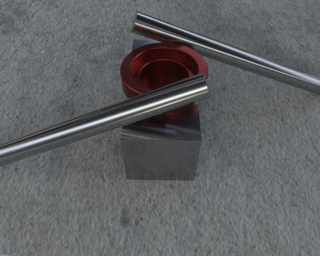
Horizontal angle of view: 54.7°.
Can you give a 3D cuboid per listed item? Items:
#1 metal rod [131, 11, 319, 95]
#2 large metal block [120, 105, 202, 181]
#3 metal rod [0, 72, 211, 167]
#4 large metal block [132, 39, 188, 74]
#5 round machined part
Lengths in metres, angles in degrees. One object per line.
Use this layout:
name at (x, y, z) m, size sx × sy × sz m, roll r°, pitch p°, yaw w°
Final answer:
metal rod at (0.109, -0.092, 0.414) m, size 0.302 × 0.025 × 0.025 m, roll 14°, pitch 48°, yaw -18°
large metal block at (0.001, 0.018, 0.354) m, size 0.081 × 0.080 × 0.050 m, roll 1°, pitch 50°, yaw 0°
metal rod at (-0.094, 0.003, 0.329) m, size 0.301 × 0.025 × 0.025 m, roll -18°, pitch 49°, yaw 14°
large metal block at (0.004, -0.074, 0.431) m, size 0.081 × 0.080 × 0.050 m, roll 1°, pitch 50°, yaw 0°
round machined part at (0.005, -0.054, 0.363) m, size 0.099 × 0.042 × 0.098 m, roll 0°, pitch 50°, yaw 0°
